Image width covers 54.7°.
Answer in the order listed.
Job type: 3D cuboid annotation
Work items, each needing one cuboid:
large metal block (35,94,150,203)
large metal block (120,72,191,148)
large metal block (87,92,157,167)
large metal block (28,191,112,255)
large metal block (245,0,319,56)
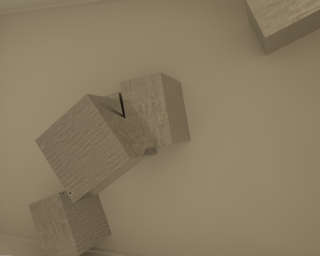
[{"bbox_3d":[-0.072,0.021,0.337,0.080,0.050,0.080,-39,78,15],"label":"large metal block"},{"bbox_3d":[-0.003,-0.018,0.381,0.050,0.080,0.080,-11,87,19],"label":"large metal block"},{"bbox_3d":[-0.049,0.003,0.397,0.050,0.080,0.080,-14,86,19],"label":"large metal block"},{"bbox_3d":[-0.119,0.126,0.422,0.050,0.080,0.080,-23,83,18],"label":"large metal block"},{"bbox_3d":[0.141,-0.128,0.332,0.080,0.080,0.050,-26,82,18],"label":"large metal block"}]
